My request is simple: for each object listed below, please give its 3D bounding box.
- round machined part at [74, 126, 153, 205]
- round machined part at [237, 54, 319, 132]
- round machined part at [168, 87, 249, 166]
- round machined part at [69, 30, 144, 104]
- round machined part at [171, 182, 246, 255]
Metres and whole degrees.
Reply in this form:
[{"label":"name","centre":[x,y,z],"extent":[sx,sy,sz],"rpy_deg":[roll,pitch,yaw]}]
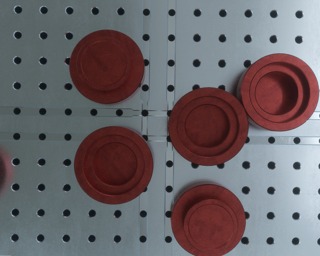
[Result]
[{"label":"round machined part","centre":[-0.057,0.046,0.405],"extent":[0.099,0.042,0.097],"rpy_deg":[0,90,0]},{"label":"round machined part","centre":[0.149,-0.044,0.406],"extent":[0.099,0.042,0.097],"rpy_deg":[0,90,-1]},{"label":"round machined part","centre":[0.061,-0.003,0.402],"extent":[0.098,0.042,0.097],"rpy_deg":[0,94,5]},{"label":"round machined part","centre":[-0.070,-0.080,0.404],"extent":[0.099,0.042,0.097],"rpy_deg":[0,90,0]},{"label":"round machined part","centre":[0.064,0.122,0.405],"extent":[0.099,0.042,0.097],"rpy_deg":[0,90,0]}]
